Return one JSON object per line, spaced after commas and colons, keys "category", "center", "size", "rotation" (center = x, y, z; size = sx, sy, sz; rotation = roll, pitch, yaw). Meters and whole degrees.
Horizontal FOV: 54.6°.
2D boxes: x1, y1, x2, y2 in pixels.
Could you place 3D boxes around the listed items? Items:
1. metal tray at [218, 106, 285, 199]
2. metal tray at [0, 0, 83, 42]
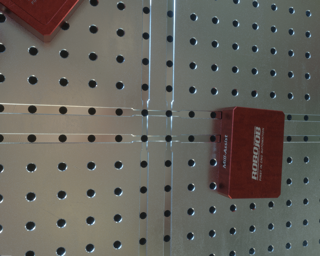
{"category": "metal tray", "center": [0.136, 0.037, 0.460], "size": [0.091, 0.030, 0.129], "rotation": [4, 89, -20]}
{"category": "metal tray", "center": [-0.130, -0.179, 0.361], "size": [0.090, 0.030, 0.130], "rotation": [37, 78, -16]}
